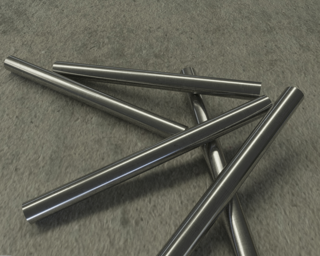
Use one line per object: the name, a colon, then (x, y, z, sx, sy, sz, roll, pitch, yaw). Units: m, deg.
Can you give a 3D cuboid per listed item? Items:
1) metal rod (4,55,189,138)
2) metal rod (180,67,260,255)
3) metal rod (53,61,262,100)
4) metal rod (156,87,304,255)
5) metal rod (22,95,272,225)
metal rod: (-0.101, -0.046, 0.440, 0.301, 0.025, 0.025, 23, 54, 17)
metal rod: (0.065, 0.030, 0.378, 0.025, 0.025, 0.300, -6, 50, -6)
metal rod: (-0.015, -0.069, 0.437, 0.301, 0.025, 0.025, 9, 50, 16)
metal rod: (0.066, 0.062, 0.319, 0.025, 0.025, 0.301, 33, 67, 24)
metal rod: (-0.004, 0.030, 0.354, 0.302, 0.025, 0.025, -24, 54, -11)
